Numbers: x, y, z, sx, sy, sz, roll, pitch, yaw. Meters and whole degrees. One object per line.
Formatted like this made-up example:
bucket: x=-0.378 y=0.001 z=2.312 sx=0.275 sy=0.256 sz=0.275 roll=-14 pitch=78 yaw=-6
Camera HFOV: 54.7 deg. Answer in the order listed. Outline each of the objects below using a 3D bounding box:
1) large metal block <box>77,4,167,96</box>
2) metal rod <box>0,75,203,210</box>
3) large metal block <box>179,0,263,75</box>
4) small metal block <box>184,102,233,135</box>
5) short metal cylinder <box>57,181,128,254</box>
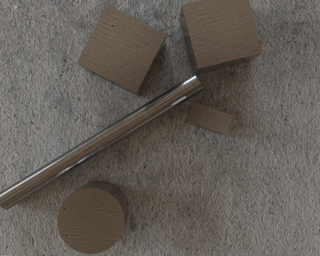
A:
large metal block: x=-0.046 y=-0.096 z=0.397 sx=0.080 sy=0.050 sz=0.080 roll=27 pitch=90 yaw=0
metal rod: x=-0.078 y=0.018 z=0.409 sx=0.301 sy=0.025 sz=0.025 roll=-31 pitch=90 yaw=0
large metal block: x=0.075 y=-0.120 z=0.398 sx=0.080 sy=0.050 sz=0.080 roll=-14 pitch=90 yaw=0
small metal block: x=0.060 y=-0.011 z=0.398 sx=0.050 sy=0.050 sz=0.025 roll=19 pitch=90 yaw=0
short metal cylinder: x=-0.083 y=0.111 z=0.397 sx=0.081 sy=0.050 sz=0.080 roll=0 pitch=90 yaw=0
